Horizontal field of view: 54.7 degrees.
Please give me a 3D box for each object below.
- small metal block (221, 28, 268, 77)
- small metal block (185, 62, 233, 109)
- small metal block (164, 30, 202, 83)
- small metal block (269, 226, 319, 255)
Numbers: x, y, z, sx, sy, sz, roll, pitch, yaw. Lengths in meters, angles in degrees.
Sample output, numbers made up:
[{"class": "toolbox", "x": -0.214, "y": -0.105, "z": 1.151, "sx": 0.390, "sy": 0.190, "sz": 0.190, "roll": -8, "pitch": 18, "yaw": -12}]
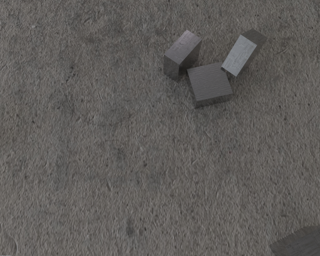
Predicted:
[{"class": "small metal block", "x": 0.116, "y": -0.104, "z": 0.423, "sx": 0.025, "sy": 0.050, "sz": 0.050, "roll": 38, "pitch": 40, "yaw": 13}, {"class": "small metal block", "x": 0.067, "y": -0.059, "z": 0.430, "sx": 0.050, "sy": 0.025, "sz": 0.050, "roll": -13, "pitch": 71, "yaw": -5}, {"class": "small metal block", "x": 0.031, "y": -0.099, "z": 0.431, "sx": 0.025, "sy": 0.050, "sz": 0.050, "roll": 37, "pitch": 74, "yaw": 12}, {"class": "small metal block", "x": 0.159, "y": 0.133, "z": 0.347, "sx": 0.050, "sy": 0.050, "sz": 0.025, "roll": -24, "pitch": 72, "yaw": -8}]
